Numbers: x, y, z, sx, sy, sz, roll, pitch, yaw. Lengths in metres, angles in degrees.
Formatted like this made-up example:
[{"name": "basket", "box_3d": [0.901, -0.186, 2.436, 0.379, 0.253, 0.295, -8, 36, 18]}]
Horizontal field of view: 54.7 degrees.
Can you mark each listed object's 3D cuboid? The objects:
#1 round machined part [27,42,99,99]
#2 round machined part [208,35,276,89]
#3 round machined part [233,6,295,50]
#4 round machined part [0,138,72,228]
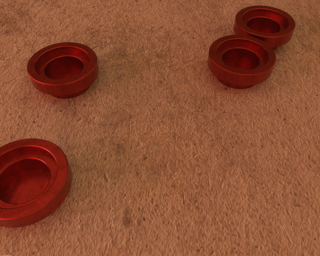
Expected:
[{"name": "round machined part", "box_3d": [-0.140, -0.081, 0.459, 0.099, 0.042, 0.098, 0, 50, 0]}, {"name": "round machined part", "box_3d": [0.122, -0.097, 0.475, 0.099, 0.042, 0.098, 0, 50, 0]}, {"name": "round machined part", "box_3d": [0.176, -0.167, 0.533, 0.099, 0.042, 0.098, 0, 50, 0]}, {"name": "round machined part", "box_3d": [-0.146, 0.062, 0.339, 0.099, 0.042, 0.098, 0, 50, 0]}]
